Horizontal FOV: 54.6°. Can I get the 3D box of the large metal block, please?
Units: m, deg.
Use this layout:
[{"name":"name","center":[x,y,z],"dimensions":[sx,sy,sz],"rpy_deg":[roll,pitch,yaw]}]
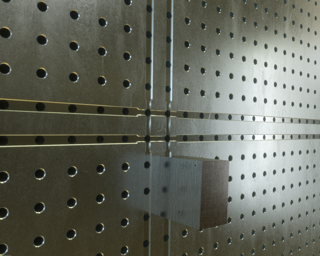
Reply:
[{"name":"large metal block","center":[0.041,0.080,0.407],"dimensions":[0.050,0.080,0.080],"rpy_deg":[5,87,-40]}]
